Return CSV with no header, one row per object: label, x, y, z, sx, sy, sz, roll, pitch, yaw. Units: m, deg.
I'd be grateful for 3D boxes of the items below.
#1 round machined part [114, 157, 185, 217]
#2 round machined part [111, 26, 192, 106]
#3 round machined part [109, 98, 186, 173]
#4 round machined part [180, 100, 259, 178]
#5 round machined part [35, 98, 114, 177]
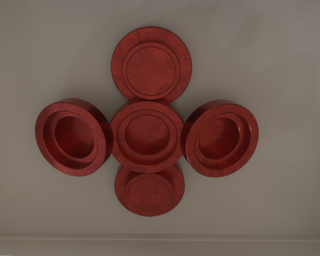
round machined part,-0.015,0.083,0.431,0.099,0.042,0.097,0,110,0
round machined part,-0.010,-0.071,0.374,0.099,0.042,0.097,0,110,0
round machined part,-0.016,0.006,0.402,0.099,0.042,0.097,0,110,0
round machined part,0.072,0.011,0.396,0.099,0.042,0.097,-6,111,-16
round machined part,-0.104,0.009,0.394,0.098,0.042,0.097,6,111,16
